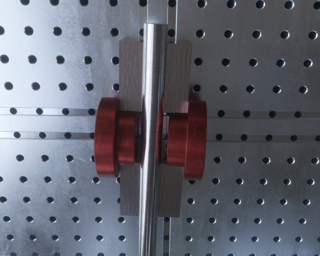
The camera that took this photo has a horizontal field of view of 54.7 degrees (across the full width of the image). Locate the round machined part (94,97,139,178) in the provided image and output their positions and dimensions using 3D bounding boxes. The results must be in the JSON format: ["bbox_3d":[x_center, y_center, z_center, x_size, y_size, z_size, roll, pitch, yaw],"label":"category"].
[{"bbox_3d":[-0.049,0.011,0.377,0.042,0.098,0.097,2,110,-1],"label":"round machined part"}]

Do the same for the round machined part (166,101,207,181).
[{"bbox_3d":[0.031,0.014,0.380,0.042,0.098,0.097,3,110,4],"label":"round machined part"}]

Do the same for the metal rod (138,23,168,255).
[{"bbox_3d":[-0.011,0.032,0.371,0.025,0.025,0.298,2,110,-1],"label":"metal rod"}]

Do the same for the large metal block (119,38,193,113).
[{"bbox_3d":[-0.006,-0.065,0.376,0.081,0.050,0.079,2,110,-1],"label":"large metal block"}]

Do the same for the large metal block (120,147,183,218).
[{"bbox_3d":[-0.012,0.073,0.426,0.081,0.050,0.079,3,110,-1],"label":"large metal block"}]
